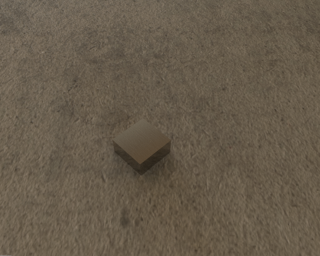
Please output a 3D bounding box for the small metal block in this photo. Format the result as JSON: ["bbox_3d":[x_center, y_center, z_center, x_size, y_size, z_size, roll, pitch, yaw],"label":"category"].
[{"bbox_3d":[-0.022,0.022,0.384,0.050,0.025,0.050,-37,59,-27],"label":"small metal block"}]
